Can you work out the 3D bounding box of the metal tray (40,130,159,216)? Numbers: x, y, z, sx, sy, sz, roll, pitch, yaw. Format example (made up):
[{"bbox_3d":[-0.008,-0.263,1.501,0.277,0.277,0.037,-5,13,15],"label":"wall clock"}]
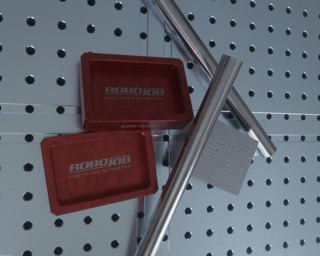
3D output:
[{"bbox_3d":[-0.073,0.048,0.383,0.131,0.030,0.089,-8,93,-20],"label":"metal tray"}]

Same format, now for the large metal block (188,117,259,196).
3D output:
[{"bbox_3d":[0.077,0.038,0.429,0.080,0.050,0.080,26,81,-19],"label":"large metal block"}]

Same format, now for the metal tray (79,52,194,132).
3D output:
[{"bbox_3d":[-0.030,-0.044,0.382,0.131,0.030,0.090,-1,68,-21],"label":"metal tray"}]

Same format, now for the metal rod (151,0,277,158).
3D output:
[{"bbox_3d":[0.077,-0.077,0.442,0.025,0.025,0.300,-42,104,-15],"label":"metal rod"}]

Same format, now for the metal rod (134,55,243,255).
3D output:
[{"bbox_3d":[0.026,0.056,0.379,0.025,0.025,0.298,19,100,-20],"label":"metal rod"}]
